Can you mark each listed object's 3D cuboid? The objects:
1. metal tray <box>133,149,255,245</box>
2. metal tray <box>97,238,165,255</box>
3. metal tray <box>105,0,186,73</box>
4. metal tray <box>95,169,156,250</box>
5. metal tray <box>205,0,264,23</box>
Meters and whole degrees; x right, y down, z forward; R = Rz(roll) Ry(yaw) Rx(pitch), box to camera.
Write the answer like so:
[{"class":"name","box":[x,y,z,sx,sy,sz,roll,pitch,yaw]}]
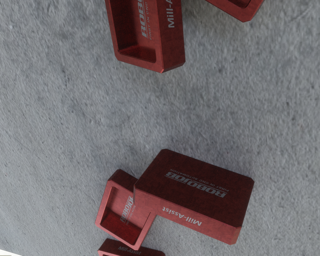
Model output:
[{"class":"metal tray","box":[0.043,0.080,0.390,0.130,0.090,0.030,18,125,17]},{"class":"metal tray","box":[-0.048,0.265,0.590,0.130,0.030,0.089,2,120,26]},{"class":"metal tray","box":[-0.020,-0.128,0.309,0.090,0.030,0.129,26,133,46]},{"class":"metal tray","box":[-0.053,0.138,0.515,0.090,0.030,0.129,29,128,9]},{"class":"metal tray","box":[0.073,-0.169,0.259,0.090,0.030,0.129,33,129,6]}]
